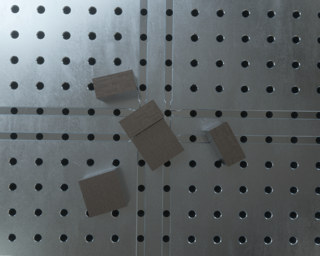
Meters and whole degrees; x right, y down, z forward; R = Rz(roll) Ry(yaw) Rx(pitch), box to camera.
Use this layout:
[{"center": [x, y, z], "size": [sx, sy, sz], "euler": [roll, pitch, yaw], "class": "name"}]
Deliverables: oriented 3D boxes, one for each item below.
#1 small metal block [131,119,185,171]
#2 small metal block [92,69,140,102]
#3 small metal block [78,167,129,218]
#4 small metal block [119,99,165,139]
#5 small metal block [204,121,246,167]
[{"center": [-0.003, 0.022, 0.413], "size": [0.050, 0.025, 0.050], "euler": [-34, 90, 0], "class": "small metal block"}, {"center": [-0.055, -0.053, 0.400], "size": [0.050, 0.050, 0.025], "euler": [-13, 90, 0], "class": "small metal block"}, {"center": [-0.074, 0.085, 0.413], "size": [0.050, 0.025, 0.050], "euler": [-17, 90, -1], "class": "small metal block"}, {"center": [-0.022, -0.011, 0.401], "size": [0.050, 0.050, 0.025], "euler": [-33, 90, 0], "class": "small metal block"}, {"center": [0.082, 0.020, 0.402], "size": [0.025, 0.050, 0.050], "euler": [-28, 90, 0], "class": "small metal block"}]
